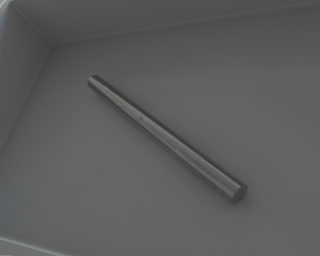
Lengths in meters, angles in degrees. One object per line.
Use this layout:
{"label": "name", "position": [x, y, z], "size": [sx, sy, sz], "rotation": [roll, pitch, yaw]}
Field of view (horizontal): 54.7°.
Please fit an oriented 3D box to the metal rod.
{"label": "metal rod", "position": [-0.012, -0.003, 0.410], "size": [0.025, 0.025, 0.300], "rotation": [-48, 52, -6]}
